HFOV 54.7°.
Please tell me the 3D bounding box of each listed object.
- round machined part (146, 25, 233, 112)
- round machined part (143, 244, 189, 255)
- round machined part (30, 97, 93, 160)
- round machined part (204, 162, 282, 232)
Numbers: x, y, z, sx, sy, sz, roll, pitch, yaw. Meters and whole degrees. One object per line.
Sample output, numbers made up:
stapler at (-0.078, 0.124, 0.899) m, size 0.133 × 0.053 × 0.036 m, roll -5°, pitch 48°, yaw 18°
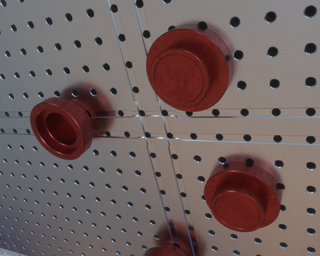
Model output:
round machined part at (0.028, -0.061, 0.347) m, size 0.098 × 0.042 × 0.097 m, roll 13°, pitch 124°, yaw 20°
round machined part at (0.017, 0.242, 0.540) m, size 0.098 × 0.042 × 0.097 m, roll 13°, pitch 124°, yaw 20°
round machined part at (-0.144, -0.003, 0.472) m, size 0.098 × 0.042 × 0.097 m, roll 13°, pitch 124°, yaw 20°
round machined part at (0.105, 0.096, 0.404) m, size 0.098 × 0.042 × 0.097 m, roll 13°, pitch 124°, yaw 20°
